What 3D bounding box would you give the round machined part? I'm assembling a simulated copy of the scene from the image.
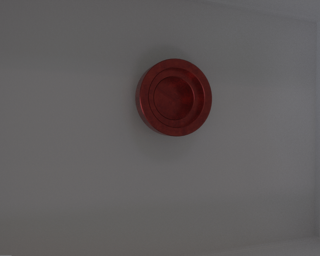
[{"bbox_3d":[0.015,-0.038,0.407,0.099,0.042,0.097,0,90,-20],"label":"round machined part"}]
